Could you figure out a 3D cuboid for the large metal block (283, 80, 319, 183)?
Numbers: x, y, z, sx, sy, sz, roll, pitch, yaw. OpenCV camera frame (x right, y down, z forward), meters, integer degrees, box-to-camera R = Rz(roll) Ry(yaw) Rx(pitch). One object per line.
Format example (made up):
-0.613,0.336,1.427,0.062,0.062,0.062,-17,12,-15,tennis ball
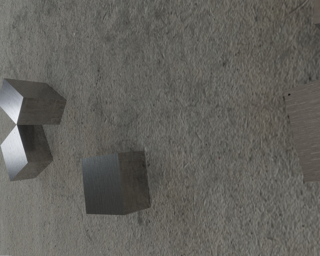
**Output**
0.160,-0.002,0.257,0.080,0.050,0.080,-17,80,39,large metal block

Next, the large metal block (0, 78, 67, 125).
-0.231,-0.047,0.560,0.080,0.081,0.050,35,112,34,large metal block

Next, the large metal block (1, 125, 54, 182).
-0.261,0.048,0.605,0.080,0.050,0.080,-38,67,33,large metal block

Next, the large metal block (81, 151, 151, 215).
-0.064,0.078,0.442,0.080,0.050,0.080,-12,83,39,large metal block

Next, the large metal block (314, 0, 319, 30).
0.169,-0.099,0.230,0.080,0.081,0.050,2,91,40,large metal block
